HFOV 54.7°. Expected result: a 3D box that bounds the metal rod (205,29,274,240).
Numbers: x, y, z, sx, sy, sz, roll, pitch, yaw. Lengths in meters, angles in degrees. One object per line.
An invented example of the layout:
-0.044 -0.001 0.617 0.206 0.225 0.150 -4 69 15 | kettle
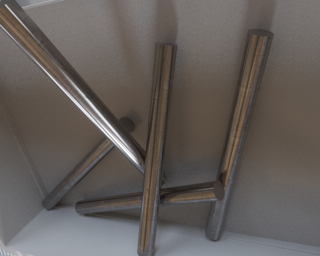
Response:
0.088 0.032 0.381 0.025 0.025 0.298 17 125 18 | metal rod

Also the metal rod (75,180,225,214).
-0.037 0.112 0.479 0.299 0.025 0.025 -17 110 40 | metal rod

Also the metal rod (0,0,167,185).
-0.067 -0.013 0.357 0.025 0.025 0.300 -5 141 30 | metal rod

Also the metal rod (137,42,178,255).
-0.007 0.044 0.401 0.025 0.025 0.298 14 113 20 | metal rod

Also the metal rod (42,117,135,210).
-0.133 0.072 0.521 0.025 0.025 0.299 45 129 -4 | metal rod
